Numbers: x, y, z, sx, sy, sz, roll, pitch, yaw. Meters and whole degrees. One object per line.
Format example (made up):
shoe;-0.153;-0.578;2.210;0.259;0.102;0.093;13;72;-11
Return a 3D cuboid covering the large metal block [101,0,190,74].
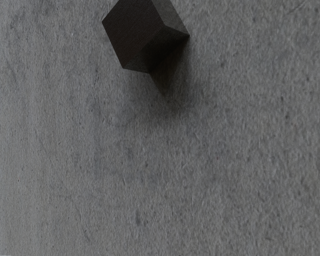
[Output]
large metal block;-0.021;-0.130;0.404;0.080;0.050;0.080;-38;67;33
